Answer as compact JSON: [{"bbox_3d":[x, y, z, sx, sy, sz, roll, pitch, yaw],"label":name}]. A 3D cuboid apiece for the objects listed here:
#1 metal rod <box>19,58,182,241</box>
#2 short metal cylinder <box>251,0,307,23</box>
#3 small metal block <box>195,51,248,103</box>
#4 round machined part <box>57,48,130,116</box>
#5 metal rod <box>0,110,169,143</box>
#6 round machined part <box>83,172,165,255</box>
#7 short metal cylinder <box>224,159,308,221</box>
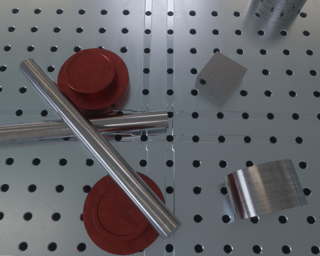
[{"bbox_3d":[-0.085,0.010,0.374,0.025,0.025,0.300,-40,66,-13],"label":"metal rod"},{"bbox_3d":[0.187,-0.211,0.477,0.081,0.050,0.080,0,70,0],"label":"short metal cylinder"},{"bbox_3d":[0.086,-0.073,0.439,0.050,0.025,0.050,35,74,12],"label":"small metal block"},{"bbox_3d":[-0.093,-0.070,0.427,0.099,0.042,0.098,0,70,0],"label":"round machined part"},{"bbox_3d":[-0.140,0.002,0.409,0.302,0.025,0.025,-5,70,-2],"label":"metal rod"},{"bbox_3d":[-0.042,0.098,0.366,0.099,0.042,0.098,0,70,0],"label":"round machined part"},{"bbox_3d":[0.120,0.072,0.357,0.081,0.080,0.050,-11,71,-4],"label":"short metal cylinder"}]
